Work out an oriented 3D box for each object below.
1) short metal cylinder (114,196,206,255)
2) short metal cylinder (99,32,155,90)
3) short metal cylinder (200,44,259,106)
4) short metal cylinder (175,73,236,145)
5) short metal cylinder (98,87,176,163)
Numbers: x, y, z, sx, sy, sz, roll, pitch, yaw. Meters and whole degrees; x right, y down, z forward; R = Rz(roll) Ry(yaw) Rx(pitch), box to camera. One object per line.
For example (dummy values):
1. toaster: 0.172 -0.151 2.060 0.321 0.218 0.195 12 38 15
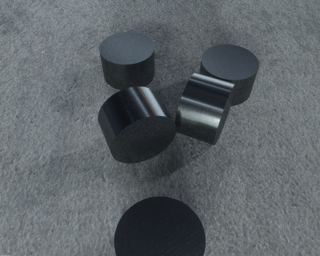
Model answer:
1. short metal cylinder: 0.000 0.113 0.292 0.081 0.050 0.080 0 50 0
2. short metal cylinder: -0.048 -0.102 0.472 0.081 0.050 0.080 0 50 0
3. short metal cylinder: 0.098 -0.078 0.454 0.081 0.050 0.080 0 50 0
4. short metal cylinder: 0.057 -0.024 0.388 0.050 0.080 0.080 20 53 15
5. short metal cylinder: -0.028 -0.003 0.369 0.081 0.080 0.050 -18 53 -15
